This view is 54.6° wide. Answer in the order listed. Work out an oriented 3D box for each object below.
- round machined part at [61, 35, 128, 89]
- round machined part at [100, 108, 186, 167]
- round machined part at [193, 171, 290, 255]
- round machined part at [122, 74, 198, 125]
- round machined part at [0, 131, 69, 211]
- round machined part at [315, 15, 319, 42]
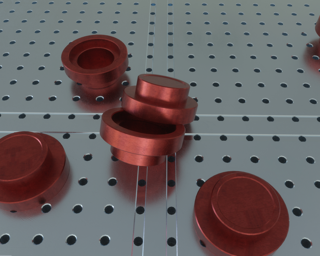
[{"bbox_3d":[-0.098,-0.099,0.479,0.099,0.042,0.098,0,50,0],"label":"round machined part"},{"bbox_3d":[-0.022,0.011,0.369,0.099,0.042,0.098,10,20,-4],"label":"round machined part"},{"bbox_3d":[0.086,0.086,0.325,0.099,0.042,0.098,0,50,0],"label":"round machined part"},{"bbox_3d":[0.002,-0.042,0.403,0.099,0.042,0.098,10,20,-4],"label":"round machined part"},{"bbox_3d":[-0.160,0.042,0.361,0.099,0.042,0.098,0,50,0],"label":"round machined part"},{"bbox_3d":[0.319,-0.164,0.536,0.099,0.042,0.098,0,50,0],"label":"round machined part"}]
